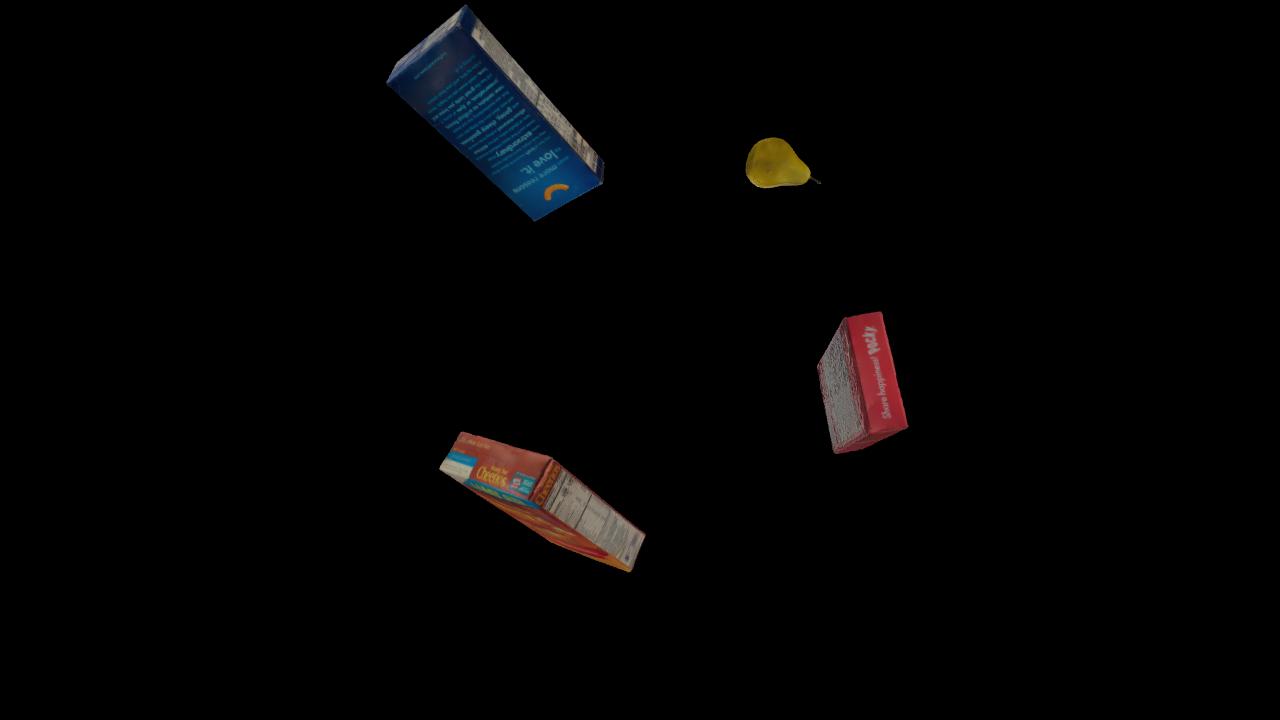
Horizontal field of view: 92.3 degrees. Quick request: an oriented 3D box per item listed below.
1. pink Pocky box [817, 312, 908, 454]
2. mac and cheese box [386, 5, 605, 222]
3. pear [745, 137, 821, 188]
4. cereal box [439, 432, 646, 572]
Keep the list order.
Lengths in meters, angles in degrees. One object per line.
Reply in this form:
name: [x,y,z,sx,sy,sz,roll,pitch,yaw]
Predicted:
pink Pocky box: [0.170,0.025,0.487,0.029,0.084,0.155,-9,-15,7]
mac and cheese box: [-0.125,-0.216,0.567,0.093,0.041,0.184,-21,-42,28]
pear: [0.218,-0.289,0.926,0.111,0.080,0.080,15,-3,-12]
cereal box: [-0.148,0.232,0.987,0.203,0.081,0.306,8,-29,36]
